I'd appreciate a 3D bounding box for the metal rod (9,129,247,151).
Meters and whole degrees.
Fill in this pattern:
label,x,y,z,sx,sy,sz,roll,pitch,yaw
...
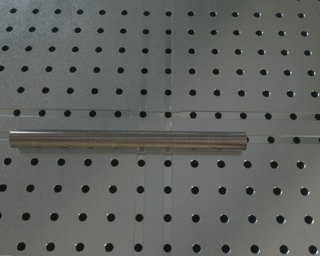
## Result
label,x,y,z,sx,sy,sz,roll,pitch,yaw
metal rod,-0.040,0.016,0.405,0.302,0.025,0.025,1,70,0
